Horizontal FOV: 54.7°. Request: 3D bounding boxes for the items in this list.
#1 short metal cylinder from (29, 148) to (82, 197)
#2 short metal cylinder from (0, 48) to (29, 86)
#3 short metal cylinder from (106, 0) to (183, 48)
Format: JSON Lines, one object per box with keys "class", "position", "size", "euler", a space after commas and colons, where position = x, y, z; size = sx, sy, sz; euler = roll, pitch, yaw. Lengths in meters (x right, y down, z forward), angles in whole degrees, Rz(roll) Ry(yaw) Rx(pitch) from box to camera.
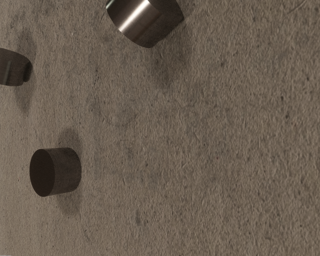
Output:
{"class": "short metal cylinder", "position": [-0.181, 0.075, 0.535], "size": [0.080, 0.050, 0.079], "euler": [0, 90, 39]}
{"class": "short metal cylinder", "position": [-0.311, -0.124, 0.622], "size": [0.080, 0.081, 0.050], "euler": [36, 112, 33]}
{"class": "short metal cylinder", "position": [-0.018, -0.147, 0.383], "size": [0.050, 0.081, 0.080], "euler": [-37, 68, 34]}
